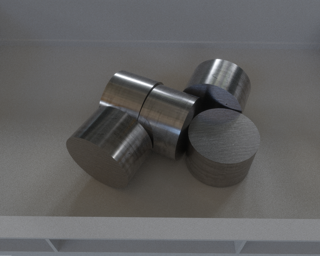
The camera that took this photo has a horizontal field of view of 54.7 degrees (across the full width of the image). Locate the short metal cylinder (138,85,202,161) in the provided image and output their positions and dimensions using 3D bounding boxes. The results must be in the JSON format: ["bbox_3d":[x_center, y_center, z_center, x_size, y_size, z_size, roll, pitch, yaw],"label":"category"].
[{"bbox_3d":[0.012,-0.007,0.374,0.050,0.080,0.080,21,53,16],"label":"short metal cylinder"}]

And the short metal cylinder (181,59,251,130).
[{"bbox_3d":[0.072,-0.042,0.403,0.080,0.080,0.050,18,52,14],"label":"short metal cylinder"}]

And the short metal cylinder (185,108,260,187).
[{"bbox_3d":[0.072,0.023,0.368,0.081,0.050,0.080,0,50,0],"label":"short metal cylinder"}]

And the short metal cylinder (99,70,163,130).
[{"bbox_3d":[-0.034,-0.027,0.389,0.050,0.080,0.080,20,53,16],"label":"short metal cylinder"}]

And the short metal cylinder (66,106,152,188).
[{"bbox_3d":[-0.056,0.022,0.348,0.080,0.080,0.050,23,54,18],"label":"short metal cylinder"}]
